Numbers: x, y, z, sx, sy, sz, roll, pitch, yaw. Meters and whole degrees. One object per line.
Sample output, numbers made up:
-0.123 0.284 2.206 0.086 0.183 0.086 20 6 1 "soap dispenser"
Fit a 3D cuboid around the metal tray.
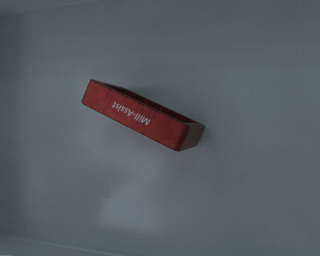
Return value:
-0.017 -0.016 0.377 0.130 0.090 0.030 26 99 17 "metal tray"
